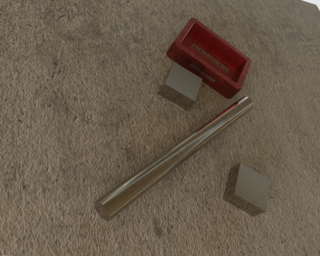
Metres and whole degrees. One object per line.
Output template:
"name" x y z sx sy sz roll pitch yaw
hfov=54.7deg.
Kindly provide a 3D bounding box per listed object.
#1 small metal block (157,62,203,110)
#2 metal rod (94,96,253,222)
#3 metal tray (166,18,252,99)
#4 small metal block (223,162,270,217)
"small metal block" 0.030 -0.062 0.460 0.050 0.025 0.050 29 52 -10
"metal rod" 0.041 0.023 0.413 0.302 0.025 0.025 -32 80 -38
"metal tray" 0.085 -0.118 0.520 0.130 0.030 0.090 34 51 -6
"small metal block" 0.118 0.083 0.419 0.050 0.025 0.050 31 52 -9
